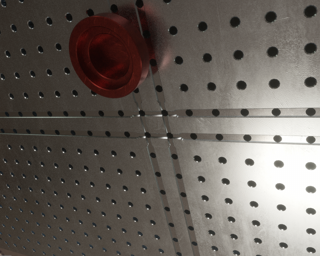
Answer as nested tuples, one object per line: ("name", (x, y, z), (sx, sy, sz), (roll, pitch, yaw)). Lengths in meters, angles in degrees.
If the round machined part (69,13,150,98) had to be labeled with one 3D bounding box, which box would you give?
("round machined part", (-0.056, -0.089, 0.374), (0.098, 0.042, 0.097), (13, 124, 20))
